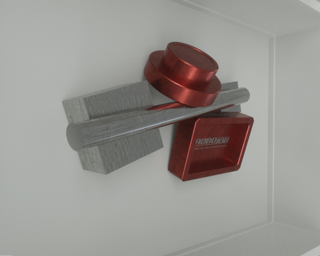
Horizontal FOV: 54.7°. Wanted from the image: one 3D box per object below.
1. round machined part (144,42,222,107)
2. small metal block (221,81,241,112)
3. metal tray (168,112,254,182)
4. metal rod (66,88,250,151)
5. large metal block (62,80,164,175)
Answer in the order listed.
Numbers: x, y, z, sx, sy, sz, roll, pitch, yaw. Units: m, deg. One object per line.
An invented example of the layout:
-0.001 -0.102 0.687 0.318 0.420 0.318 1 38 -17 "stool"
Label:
0.033 -0.072 0.384 0.099 0.098 0.042 -6 135 -40 "round machined part"
0.101 -0.046 0.491 0.050 0.025 0.050 -15 100 -39 "small metal block"
0.077 0.023 0.450 0.131 0.030 0.089 -2 111 -41 "metal tray"
0.028 -0.022 0.372 0.302 0.025 0.025 -16 101 -46 "metal rod"
-0.051 -0.003 0.346 0.081 0.050 0.079 -23 105 -38 "large metal block"
